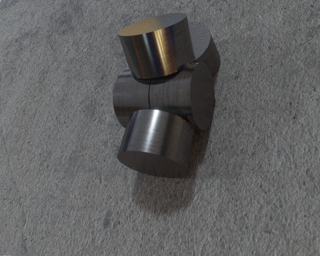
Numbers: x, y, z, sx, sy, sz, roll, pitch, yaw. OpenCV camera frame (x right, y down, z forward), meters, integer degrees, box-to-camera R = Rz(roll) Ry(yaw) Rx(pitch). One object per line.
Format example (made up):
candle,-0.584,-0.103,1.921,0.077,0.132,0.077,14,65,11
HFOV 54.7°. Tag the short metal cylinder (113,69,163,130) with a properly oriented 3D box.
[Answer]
short metal cylinder,-0.016,-0.037,0.401,0.050,0.080,0.080,1,62,28

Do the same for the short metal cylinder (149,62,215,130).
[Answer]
short metal cylinder,0.029,-0.037,0.376,0.050,0.080,0.080,0,62,29

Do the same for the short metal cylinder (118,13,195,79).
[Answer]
short metal cylinder,-0.003,-0.098,0.365,0.080,0.050,0.080,-12,29,7

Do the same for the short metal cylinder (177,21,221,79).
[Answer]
short metal cylinder,0.039,-0.100,0.430,0.080,0.050,0.080,-13,56,20

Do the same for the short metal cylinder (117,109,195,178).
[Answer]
short metal cylinder,-0.004,0.020,0.359,0.080,0.080,0.050,0,62,28
